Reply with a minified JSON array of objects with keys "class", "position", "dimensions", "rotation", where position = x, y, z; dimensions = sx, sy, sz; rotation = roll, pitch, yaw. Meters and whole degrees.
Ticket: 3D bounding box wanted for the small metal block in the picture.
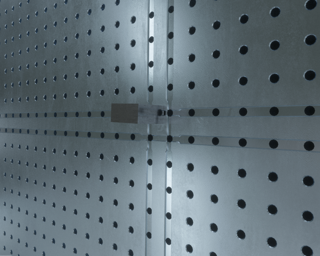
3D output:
[{"class":"small metal block","position":[-0.030,-0.019,0.419],"dimensions":[0.050,0.050,0.025],"rotation":[4,93,40]}]
